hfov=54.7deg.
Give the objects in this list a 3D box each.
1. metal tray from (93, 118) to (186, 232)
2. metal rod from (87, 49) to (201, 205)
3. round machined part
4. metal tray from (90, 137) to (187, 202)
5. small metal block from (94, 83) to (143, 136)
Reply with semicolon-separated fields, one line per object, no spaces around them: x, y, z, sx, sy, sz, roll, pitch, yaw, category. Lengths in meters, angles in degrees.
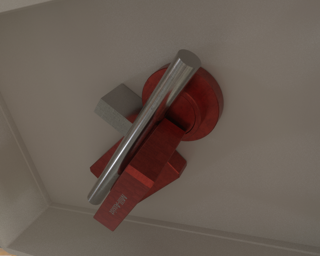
-0.026;0.057;0.363;0.030;0.090;0.129;36;135;1;metal tray
-0.037;0.023;0.389;0.025;0.025;0.298;38;133;2;metal rod
0.022;-0.025;0.367;0.098;0.042;0.097;13;124;20;round machined part
-0.036;0.057;0.456;0.090;0.030;0.129;46;129;-5;metal tray
-0.047;-0.024;0.399;0.050;0.050;0.025;39;129;1;small metal block
